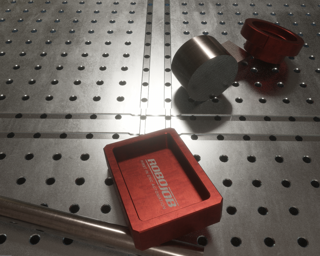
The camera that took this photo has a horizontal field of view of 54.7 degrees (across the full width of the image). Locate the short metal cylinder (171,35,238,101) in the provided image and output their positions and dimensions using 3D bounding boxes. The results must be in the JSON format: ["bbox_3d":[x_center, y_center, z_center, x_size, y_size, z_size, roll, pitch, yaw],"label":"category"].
[{"bbox_3d":[0.063,-0.085,0.444,0.081,0.080,0.050,-19,53,-16],"label":"short metal cylinder"}]

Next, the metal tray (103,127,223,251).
[{"bbox_3d":[-0.002,0.056,0.337,0.091,0.030,0.130,-15,39,-14],"label":"metal tray"}]

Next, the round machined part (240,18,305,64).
[{"bbox_3d":[0.176,-0.138,0.502,0.099,0.042,0.098,13,35,-9],"label":"round machined part"}]

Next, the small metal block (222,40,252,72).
[{"bbox_3d":[0.110,-0.112,0.503,0.050,0.025,0.050,-30,57,-23],"label":"small metal block"}]

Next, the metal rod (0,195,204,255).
[{"bbox_3d":[-0.106,0.099,0.323,0.301,0.025,0.025,11,51,8],"label":"metal rod"}]
